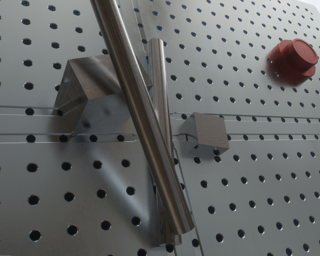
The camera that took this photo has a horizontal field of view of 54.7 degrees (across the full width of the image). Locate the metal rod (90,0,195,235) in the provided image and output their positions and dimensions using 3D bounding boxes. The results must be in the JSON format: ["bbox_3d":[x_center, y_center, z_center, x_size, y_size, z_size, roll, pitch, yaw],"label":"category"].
[{"bbox_3d":[-0.024,-0.034,0.318,0.025,0.025,0.298,-22,94,-36],"label":"metal rod"}]

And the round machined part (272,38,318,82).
[{"bbox_3d":[0.288,-0.148,0.646,0.099,0.042,0.098,14,56,-21],"label":"round machined part"}]

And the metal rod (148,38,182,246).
[{"bbox_3d":[0.002,-0.002,0.412,0.025,0.025,0.299,10,57,-23],"label":"metal rod"}]

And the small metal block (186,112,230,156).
[{"bbox_3d":[0.067,0.009,0.441,0.050,0.025,0.050,10,57,-23],"label":"small metal block"}]

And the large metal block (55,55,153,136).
[{"bbox_3d":[-0.067,-0.040,0.362,0.081,0.080,0.050,-19,72,-35],"label":"large metal block"}]
